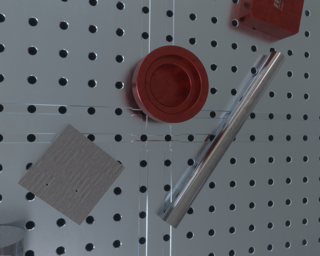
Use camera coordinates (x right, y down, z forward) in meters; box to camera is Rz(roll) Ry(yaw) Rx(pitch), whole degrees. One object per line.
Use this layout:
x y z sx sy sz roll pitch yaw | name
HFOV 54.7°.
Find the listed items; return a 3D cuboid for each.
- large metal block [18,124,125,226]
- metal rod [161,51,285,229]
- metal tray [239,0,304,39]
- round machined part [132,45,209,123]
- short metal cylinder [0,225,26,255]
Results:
-0.102 0.051 0.362 0.080 0.050 0.080 41 77 -16 | large metal block
0.097 0.009 0.448 0.025 0.025 0.300 39 77 -16 | metal rod
0.177 -0.214 0.475 0.091 0.030 0.129 13 86 -20 | metal tray
0.011 -0.055 0.407 0.099 0.042 0.097 0 90 -20 | round machined part
-0.182 0.137 0.316 0.081 0.080 0.050 2 90 -20 | short metal cylinder
